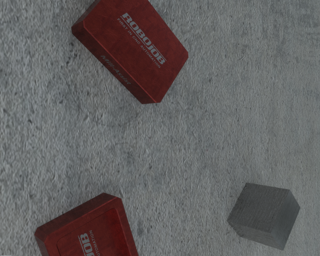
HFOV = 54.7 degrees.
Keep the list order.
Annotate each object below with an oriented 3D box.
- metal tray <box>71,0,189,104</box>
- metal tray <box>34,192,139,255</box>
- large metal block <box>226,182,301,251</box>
[{"bbox_3d":[-0.029,-0.102,0.377,0.130,0.030,0.090,45,63,-31],"label":"metal tray"},{"bbox_3d":[-0.070,0.150,0.342,0.091,0.030,0.129,-24,105,-37],"label":"metal tray"},{"bbox_3d":[0.172,0.143,0.513,0.050,0.080,0.080,52,60,-28],"label":"large metal block"}]
